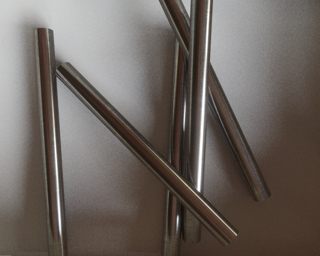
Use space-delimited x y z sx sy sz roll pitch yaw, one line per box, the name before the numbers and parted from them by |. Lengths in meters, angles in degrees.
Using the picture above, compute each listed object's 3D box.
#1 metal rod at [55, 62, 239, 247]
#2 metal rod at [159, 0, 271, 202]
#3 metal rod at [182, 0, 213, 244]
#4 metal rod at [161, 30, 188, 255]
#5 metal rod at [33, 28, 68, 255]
metal rod | -0.023 0.026 0.386 0.300 0.025 0.025 44 90 9
metal rod | 0.070 -0.042 0.395 0.025 0.025 0.299 -27 97 0
metal rod | 0.045 0.001 0.381 0.025 0.025 0.298 1 102 0
metal rod | 0.023 0.022 0.411 0.025 0.025 0.298 4 90 0
metal rod | -0.144 0.020 0.410 0.025 0.025 0.298 -4 90 0
